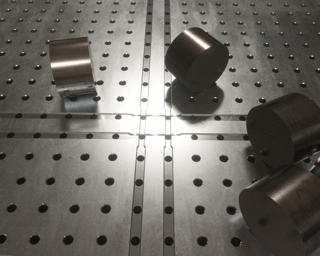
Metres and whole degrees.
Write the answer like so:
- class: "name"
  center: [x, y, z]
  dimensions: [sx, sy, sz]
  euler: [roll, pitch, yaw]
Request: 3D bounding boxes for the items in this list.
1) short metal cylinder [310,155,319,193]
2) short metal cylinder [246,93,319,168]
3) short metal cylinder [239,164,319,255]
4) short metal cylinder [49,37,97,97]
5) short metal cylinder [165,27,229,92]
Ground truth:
- class: "short metal cylinder"
  center: [0.220, 0.053, 0.350]
  dimensions: [0.081, 0.050, 0.080]
  euler: [0, 50, 0]
- class: "short metal cylinder"
  center: [0.150, 0.003, 0.371]
  dimensions: [0.050, 0.080, 0.080]
  euler: [-21, 53, -17]
- class: "short metal cylinder"
  center: [0.125, 0.083, 0.304]
  dimensions: [0.050, 0.080, 0.080]
  euler: [-27, 55, -21]
- class: "short metal cylinder"
  center: [-0.122, -0.087, 0.444]
  dimensions: [0.050, 0.080, 0.080]
  euler: [-9, 51, -8]
- class: "short metal cylinder"
  center: [0.055, -0.100, 0.456]
  dimensions: [0.081, 0.080, 0.050]
  euler: [-28, 56, -22]
